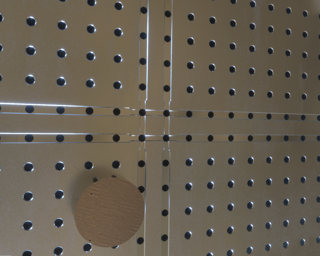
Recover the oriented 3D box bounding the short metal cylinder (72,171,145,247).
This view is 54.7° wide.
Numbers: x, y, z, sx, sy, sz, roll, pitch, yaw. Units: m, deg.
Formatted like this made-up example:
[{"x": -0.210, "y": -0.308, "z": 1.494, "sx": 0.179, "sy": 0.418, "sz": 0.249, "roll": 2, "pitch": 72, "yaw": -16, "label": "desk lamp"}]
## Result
[{"x": -0.064, "y": 0.096, "z": 0.376, "sx": 0.081, "sy": 0.050, "sz": 0.079, "roll": 0, "pitch": 90, "yaw": -21, "label": "short metal cylinder"}]
